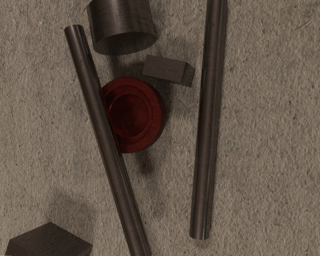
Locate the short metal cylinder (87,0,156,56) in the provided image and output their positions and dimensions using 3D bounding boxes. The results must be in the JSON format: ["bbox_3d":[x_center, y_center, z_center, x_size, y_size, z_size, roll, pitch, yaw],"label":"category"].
[{"bbox_3d":[-0.049,-0.130,0.396,0.080,0.080,0.050,-12,86,19],"label":"short metal cylinder"}]

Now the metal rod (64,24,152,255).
[{"bbox_3d":[-0.067,0.013,0.386,0.025,0.025,0.299,-20,84,18],"label":"metal rod"}]

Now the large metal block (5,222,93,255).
[{"bbox_3d":[-0.156,0.183,0.433,0.080,0.080,0.050,21,97,18],"label":"large metal block"}]

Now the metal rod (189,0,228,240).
[{"bbox_3d":[0.060,-0.012,0.387,0.025,0.025,0.298,5,92,19],"label":"metal rod"}]

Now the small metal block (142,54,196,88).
[{"bbox_3d":[0.013,-0.071,0.391,0.050,0.050,0.025,15,95,19],"label":"small metal block"}]

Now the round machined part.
[{"bbox_3d":[-0.038,-0.017,0.412,0.098,0.042,0.097,0,90,19],"label":"round machined part"}]
